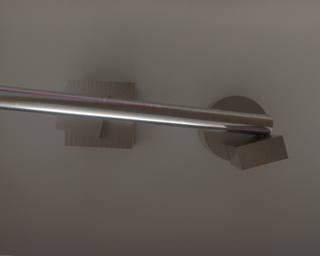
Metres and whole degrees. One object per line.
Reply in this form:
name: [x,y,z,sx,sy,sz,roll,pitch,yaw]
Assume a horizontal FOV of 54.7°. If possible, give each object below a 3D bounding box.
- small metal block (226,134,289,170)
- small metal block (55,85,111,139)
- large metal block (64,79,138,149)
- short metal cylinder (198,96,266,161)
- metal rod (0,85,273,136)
small metal block: [0.107,0.026,0.348,0.050,0.050,0.025,-14,90,0]
small metal block: [-0.087,-0.018,0.359,0.050,0.025,0.050,13,89,-1]
large metal block: [-0.072,-0.017,0.395,0.081,0.050,0.079,3,90,-1]
short metal cylinder: [0.092,0.001,0.398,0.081,0.050,0.079,0,90,-1]
metal rod: [-0.023,-0.018,0.339,0.302,0.025,0.025,6,90,-8]
